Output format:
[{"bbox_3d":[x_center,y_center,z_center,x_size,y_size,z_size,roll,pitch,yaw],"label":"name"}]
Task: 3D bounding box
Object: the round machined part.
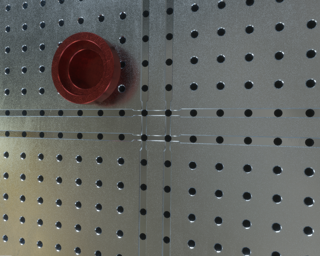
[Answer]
[{"bbox_3d":[-0.099,-0.081,0.437,0.098,0.042,0.097,0,90,19],"label":"round machined part"}]
